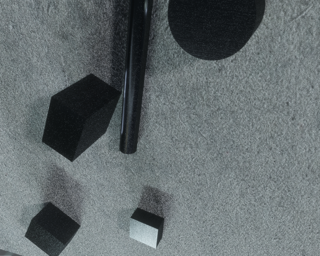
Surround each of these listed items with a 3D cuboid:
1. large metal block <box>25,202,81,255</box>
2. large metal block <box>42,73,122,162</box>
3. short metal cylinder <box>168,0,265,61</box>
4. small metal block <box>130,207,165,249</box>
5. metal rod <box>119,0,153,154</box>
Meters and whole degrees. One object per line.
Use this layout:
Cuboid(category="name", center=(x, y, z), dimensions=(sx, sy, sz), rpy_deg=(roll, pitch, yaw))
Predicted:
Cuboid(category="large metal block", center=(-0.221, 0.211, 0.635), dimensions=(0.080, 0.050, 0.080), rpy_deg=(37, 129, 2))
Cuboid(category="large metal block", center=(-0.105, -0.015, 0.415), dimensions=(0.050, 0.080, 0.079), rpy_deg=(34, 129, 6))
Cuboid(category="short metal cylinder", center=(0.054, -0.110, 0.293), dimensions=(0.080, 0.050, 0.079), rpy_deg=(13, 124, 20))
Cuboid(category="small metal block", center=(-0.022, 0.168, 0.521), dimensions=(0.050, 0.025, 0.050), rpy_deg=(17, 125, 17))
Cuboid(category="metal rod", center=(-0.027, -0.091, 0.363), dimensions=(0.025, 0.025, 0.298), rpy_deg=(20, 126, 16))
